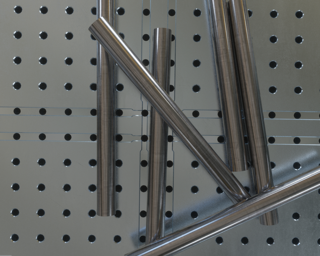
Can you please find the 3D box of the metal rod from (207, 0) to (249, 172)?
[{"bbox_3d":[0.086,-0.092,0.413,0.025,0.025,0.298,-7,90,0],"label":"metal rod"}]

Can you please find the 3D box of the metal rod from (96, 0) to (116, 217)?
[{"bbox_3d":[-0.072,-0.035,0.412,0.025,0.025,0.298,0,90,0],"label":"metal rod"}]

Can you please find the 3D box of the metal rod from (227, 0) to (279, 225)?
[{"bbox_3d":[0.124,-0.022,0.414,0.025,0.025,0.298,-8,90,0],"label":"metal rod"}]

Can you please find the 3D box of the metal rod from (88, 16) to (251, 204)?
[{"bbox_3d":[0.020,-0.011,0.391,0.025,0.025,0.300,-40,99,0],"label":"metal rod"}]

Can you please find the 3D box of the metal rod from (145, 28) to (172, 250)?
[{"bbox_3d":[-0.002,0.019,0.413,0.025,0.025,0.298,2,90,0],"label":"metal rod"}]

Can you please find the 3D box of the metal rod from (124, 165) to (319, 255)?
[{"bbox_3d":[0.098,0.108,0.387,0.301,0.025,0.025,-24,90,0],"label":"metal rod"}]
